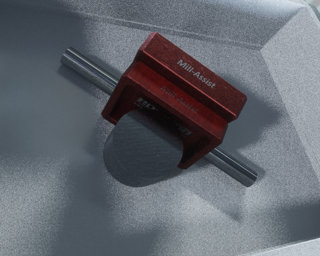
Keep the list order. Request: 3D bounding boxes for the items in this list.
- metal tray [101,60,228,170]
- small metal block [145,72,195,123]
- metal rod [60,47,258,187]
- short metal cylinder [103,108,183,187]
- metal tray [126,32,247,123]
[{"bbox_3d":[0.003,-0.010,0.371,0.130,0.090,0.030,34,51,-7],"label":"metal tray"},{"bbox_3d":[0.015,-0.043,0.440,0.050,0.025,0.050,35,51,-5],"label":"small metal block"},{"bbox_3d":[0.003,-0.011,0.415,0.301,0.025,0.025,34,51,-6],"label":"metal rod"},{"bbox_3d":[-0.020,0.024,0.356,0.081,0.050,0.080,9,66,-19],"label":"short metal cylinder"},{"bbox_3d":[0.026,-0.047,0.374,0.130,0.090,0.030,34,68,-7],"label":"metal tray"}]
